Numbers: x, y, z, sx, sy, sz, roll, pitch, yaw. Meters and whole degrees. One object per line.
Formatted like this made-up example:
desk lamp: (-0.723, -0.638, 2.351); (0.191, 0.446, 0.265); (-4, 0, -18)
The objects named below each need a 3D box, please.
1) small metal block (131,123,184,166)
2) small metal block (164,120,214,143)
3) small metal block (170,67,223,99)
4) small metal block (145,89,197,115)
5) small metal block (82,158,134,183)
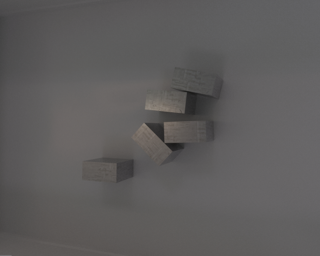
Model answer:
small metal block: (-0.002, 0.020, 0.398); (0.050, 0.050, 0.025); (45, 104, 14)
small metal block: (0.037, 0.004, 0.384); (0.050, 0.050, 0.025); (-2, 90, 20)
small metal block: (0.047, -0.054, 0.381); (0.050, 0.050, 0.025); (14, 95, 19)
small metal block: (0.015, -0.032, 0.392); (0.050, 0.050, 0.025); (7, 93, 20)
small metal block: (-0.070, 0.056, 0.422); (0.050, 0.050, 0.025); (1, 91, 20)
